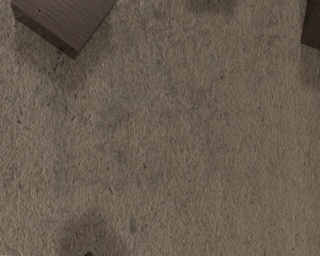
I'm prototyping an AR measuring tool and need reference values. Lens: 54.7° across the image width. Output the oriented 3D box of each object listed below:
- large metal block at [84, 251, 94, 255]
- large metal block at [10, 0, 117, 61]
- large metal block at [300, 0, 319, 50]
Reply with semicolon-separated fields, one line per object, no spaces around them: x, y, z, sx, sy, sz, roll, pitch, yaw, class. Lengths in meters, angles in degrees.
-0.074;0.202;0.354;0.050;0.080;0.080;-35;102;-17;large metal block
-0.108;-0.139;0.356;0.080;0.050;0.080;35;78;-17;large metal block
0.276;-0.174;0.484;0.050;0.080;0.080;12;86;-20;large metal block
